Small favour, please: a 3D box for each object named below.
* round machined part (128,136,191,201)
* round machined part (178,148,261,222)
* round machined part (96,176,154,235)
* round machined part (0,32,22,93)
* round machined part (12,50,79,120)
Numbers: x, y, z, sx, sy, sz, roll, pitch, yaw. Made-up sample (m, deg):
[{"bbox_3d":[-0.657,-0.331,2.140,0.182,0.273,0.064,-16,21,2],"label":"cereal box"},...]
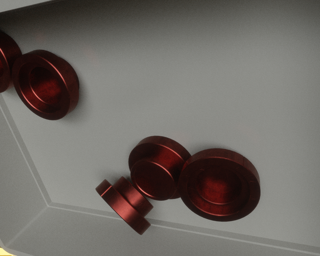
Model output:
[{"bbox_3d":[-0.002,0.063,0.437,0.098,0.042,0.097,13,124,20],"label":"round machined part"},{"bbox_3d":[0.075,0.067,0.391,0.098,0.042,0.097,6,118,12],"label":"round machined part"},{"bbox_3d":[-0.048,0.111,0.470,0.098,0.042,0.098,42,167,13],"label":"round machined part"},{"bbox_3d":[-0.245,-0.104,0.459,0.098,0.042,0.097,13,124,20],"label":"round machined part"},{"bbox_3d":[-0.155,-0.063,0.438,0.098,0.042,0.097,13,124,20],"label":"round machined part"}]
